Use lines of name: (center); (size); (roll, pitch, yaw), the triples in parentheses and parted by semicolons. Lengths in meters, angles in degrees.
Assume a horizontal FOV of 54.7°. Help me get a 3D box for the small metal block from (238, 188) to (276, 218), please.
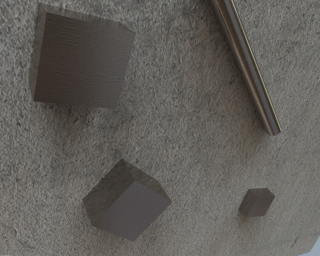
small metal block: (0.189, 0.145, 0.603); (0.050, 0.025, 0.050); (5, 116, -31)

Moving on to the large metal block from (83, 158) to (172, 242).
large metal block: (-0.045, 0.101, 0.430); (0.080, 0.050, 0.080); (-47, 130, 4)

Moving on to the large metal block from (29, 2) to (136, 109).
large metal block: (-0.079, -0.069, 0.306); (0.081, 0.050, 0.079); (4, 117, -31)

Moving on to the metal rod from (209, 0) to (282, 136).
metal rod: (0.118, -0.087, 0.419); (0.025, 0.025, 0.300); (-40, 130, -2)
